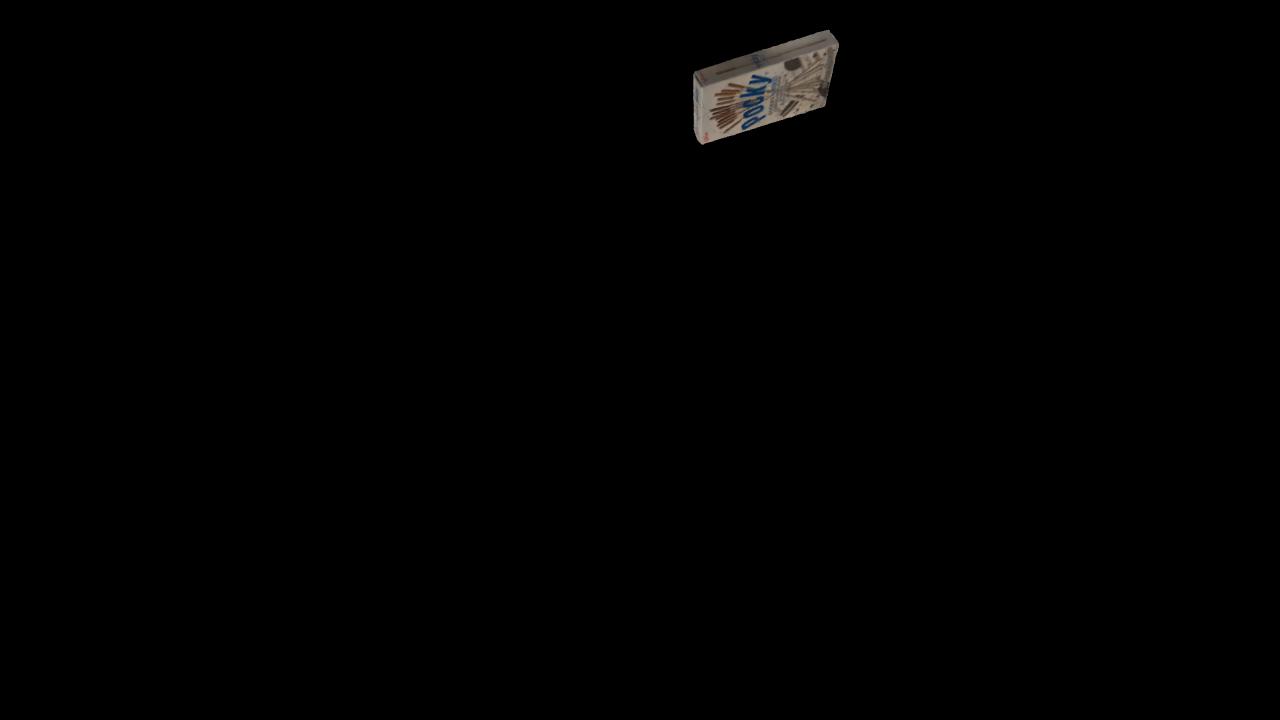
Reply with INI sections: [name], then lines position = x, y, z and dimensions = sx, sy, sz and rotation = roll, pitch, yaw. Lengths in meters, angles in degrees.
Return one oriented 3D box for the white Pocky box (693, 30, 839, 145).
[white Pocky box]
position = 0.134, -0.294, 0.669
dimensions = 0.154, 0.028, 0.084
rotation = -19, -25, -3
